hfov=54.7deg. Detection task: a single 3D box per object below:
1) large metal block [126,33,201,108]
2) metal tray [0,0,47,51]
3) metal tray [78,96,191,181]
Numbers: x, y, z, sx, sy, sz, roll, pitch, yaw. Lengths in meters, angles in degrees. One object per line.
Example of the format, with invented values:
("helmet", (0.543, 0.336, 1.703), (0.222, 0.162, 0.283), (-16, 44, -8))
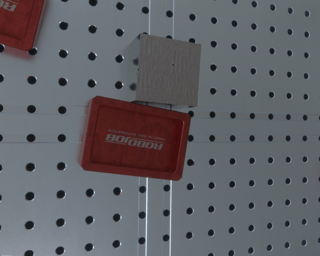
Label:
("large metal block", (0.003, -0.069, 0.401), (0.081, 0.050, 0.080), (4, 89, -20))
("metal tray", (-0.192, -0.144, 0.326), (0.131, 0.030, 0.089), (15, 101, -20))
("metal tray", (-0.030, 0.015, 0.398), (0.131, 0.030, 0.089), (10, 87, -20))
